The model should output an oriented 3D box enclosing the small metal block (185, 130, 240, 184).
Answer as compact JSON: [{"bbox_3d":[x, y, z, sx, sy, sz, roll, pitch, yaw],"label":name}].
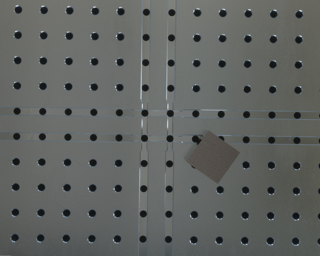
[{"bbox_3d":[0.069,0.038,0.414,0.050,0.025,0.050,35,90,0],"label":"small metal block"}]
